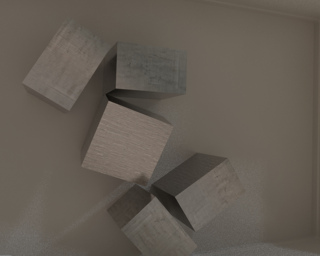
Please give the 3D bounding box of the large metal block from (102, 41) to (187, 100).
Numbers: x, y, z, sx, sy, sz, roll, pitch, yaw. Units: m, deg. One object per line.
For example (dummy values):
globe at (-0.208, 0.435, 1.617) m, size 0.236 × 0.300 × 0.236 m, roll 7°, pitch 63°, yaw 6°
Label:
large metal block at (-0.021, -0.065, 0.374) m, size 0.081 × 0.080 × 0.050 m, roll 2°, pitch 89°, yaw -20°

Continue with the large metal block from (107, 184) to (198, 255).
large metal block at (-0.013, 0.121, 0.378) m, size 0.050 × 0.080 × 0.080 m, roll -42°, pitch 104°, yaw -15°

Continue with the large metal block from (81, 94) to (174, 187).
large metal block at (-0.042, 0.014, 0.372) m, size 0.080 × 0.050 × 0.080 m, roll 21°, pitch 99°, yaw -19°

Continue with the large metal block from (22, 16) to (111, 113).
large metal block at (-0.104, -0.064, 0.343) m, size 0.050 × 0.080 × 0.080 m, roll 33°, pitch 79°, yaw -18°

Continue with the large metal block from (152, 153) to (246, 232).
large metal block at (0.047, 0.077, 0.400) m, size 0.080 × 0.080 × 0.050 m, roll -33°, pitch 101°, yaw -17°
